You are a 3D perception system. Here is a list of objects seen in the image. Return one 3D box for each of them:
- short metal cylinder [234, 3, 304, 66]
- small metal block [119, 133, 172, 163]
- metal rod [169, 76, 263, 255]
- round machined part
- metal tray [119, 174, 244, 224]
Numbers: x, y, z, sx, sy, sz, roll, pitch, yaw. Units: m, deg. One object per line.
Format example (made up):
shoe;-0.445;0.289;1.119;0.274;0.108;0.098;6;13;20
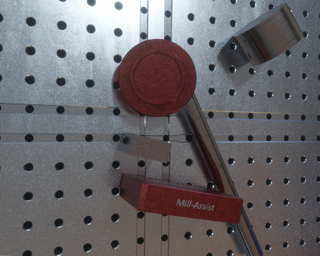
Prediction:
short metal cylinder;0.153;-0.133;0.442;0.080;0.080;0.050;-39;103;-16
small metal block;-0.020;0.025;0.393;0.050;0.050;0.025;16;85;-20
metal rod;0.082;0.058;0.444;0.025;0.025;0.299;-28;99;-18
round machined part;-0.003;-0.062;0.388;0.099;0.042;0.097;0;95;-2
metal tray;0.024;0.087;0.387;0.131;0.090;0.030;13;84;-20
